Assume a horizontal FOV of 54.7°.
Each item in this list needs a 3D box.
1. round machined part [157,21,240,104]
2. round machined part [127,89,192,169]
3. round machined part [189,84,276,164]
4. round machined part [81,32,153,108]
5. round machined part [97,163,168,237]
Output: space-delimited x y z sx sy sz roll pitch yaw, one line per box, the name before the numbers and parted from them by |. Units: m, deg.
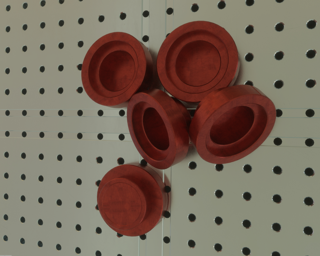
round machined part | 0.049 -0.078 0.385 0.098 0.042 0.097 -1 88 19
round machined part | 0.003 -0.002 0.385 0.098 0.042 0.097 31 132 43
round machined part | 0.078 -0.008 0.356 0.098 0.098 0.042 -44 42 14
round machined part | -0.053 -0.075 0.417 0.098 0.042 0.097 -3 83 24
round machined part | -0.043 0.098 0.418 0.098 0.042 0.097 0 90 19
